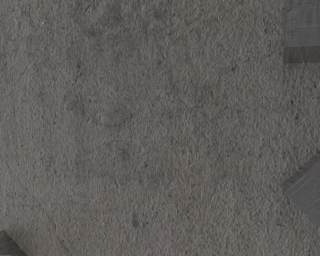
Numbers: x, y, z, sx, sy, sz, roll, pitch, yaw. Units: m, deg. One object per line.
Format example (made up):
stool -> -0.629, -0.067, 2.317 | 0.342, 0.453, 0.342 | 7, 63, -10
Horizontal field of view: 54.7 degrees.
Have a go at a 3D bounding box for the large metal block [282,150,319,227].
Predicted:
large metal block -> 0.191, 0.067, 0.328 | 0.080, 0.050, 0.080 | 46, 104, 14

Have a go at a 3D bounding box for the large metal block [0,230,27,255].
large metal block -> -0.260, 0.225, 0.488 | 0.080, 0.050, 0.080 | 39, 102, 16

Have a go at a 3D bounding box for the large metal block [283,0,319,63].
large metal block -> 0.158, -0.116, 0.324 | 0.050, 0.080, 0.080 | 2, 91, 20
